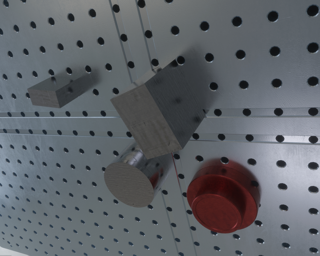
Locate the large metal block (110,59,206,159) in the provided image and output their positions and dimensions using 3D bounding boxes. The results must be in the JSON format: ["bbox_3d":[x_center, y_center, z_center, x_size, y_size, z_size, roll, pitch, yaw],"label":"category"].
[{"bbox_3d":[0.002,-0.023,0.361,0.050,0.080,0.080,-20,108,35],"label":"large metal block"}]

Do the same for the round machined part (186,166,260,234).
[{"bbox_3d":[0.082,0.104,0.421,0.098,0.042,0.097,13,124,21],"label":"round machined part"}]

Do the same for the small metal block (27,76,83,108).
[{"bbox_3d":[-0.148,-0.052,0.441,0.050,0.050,0.025,7,122,24],"label":"small metal block"}]

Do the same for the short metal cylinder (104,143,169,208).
[{"bbox_3d":[-0.034,0.069,0.456,0.080,0.050,0.079,13,124,21],"label":"short metal cylinder"}]
